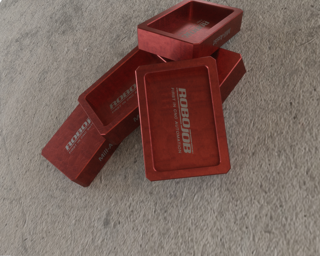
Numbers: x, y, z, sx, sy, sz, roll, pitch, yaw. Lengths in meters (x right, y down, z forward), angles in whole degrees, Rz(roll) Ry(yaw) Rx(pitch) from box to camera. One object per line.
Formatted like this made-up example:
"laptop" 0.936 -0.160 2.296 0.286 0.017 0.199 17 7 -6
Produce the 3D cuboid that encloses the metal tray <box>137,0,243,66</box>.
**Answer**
"metal tray" 0.043 -0.134 0.417 0.090 0.030 0.131 25 47 26

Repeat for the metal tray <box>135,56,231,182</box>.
"metal tray" 0.025 -0.009 0.350 0.090 0.030 0.129 -7 82 5

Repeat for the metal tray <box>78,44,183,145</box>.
"metal tray" -0.038 -0.051 0.413 0.130 0.030 0.090 -41 51 -1

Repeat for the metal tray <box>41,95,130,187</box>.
"metal tray" -0.100 0.008 0.447 0.090 0.030 0.130 27 76 37

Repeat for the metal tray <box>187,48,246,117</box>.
"metal tray" 0.038 -0.075 0.427 0.130 0.030 0.090 30 78 37
